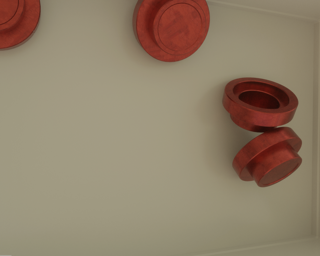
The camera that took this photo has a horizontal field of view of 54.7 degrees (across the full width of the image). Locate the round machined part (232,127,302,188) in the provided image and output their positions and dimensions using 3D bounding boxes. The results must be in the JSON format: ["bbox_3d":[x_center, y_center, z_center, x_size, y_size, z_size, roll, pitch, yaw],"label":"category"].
[{"bbox_3d":[0.155,0.046,0.430,0.099,0.097,0.042,-13,53,-20],"label":"round machined part"}]

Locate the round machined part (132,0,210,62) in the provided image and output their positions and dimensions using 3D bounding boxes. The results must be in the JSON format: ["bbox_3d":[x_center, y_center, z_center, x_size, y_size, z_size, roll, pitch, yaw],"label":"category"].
[{"bbox_3d":[0.018,-0.130,0.388,0.099,0.042,0.097,-9,121,-15],"label":"round machined part"}]

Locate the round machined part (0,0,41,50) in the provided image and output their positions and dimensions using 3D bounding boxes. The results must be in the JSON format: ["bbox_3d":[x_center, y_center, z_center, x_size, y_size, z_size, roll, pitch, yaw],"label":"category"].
[{"bbox_3d":[-0.180,-0.134,0.329,0.099,0.042,0.097,-3,99,-20],"label":"round machined part"}]

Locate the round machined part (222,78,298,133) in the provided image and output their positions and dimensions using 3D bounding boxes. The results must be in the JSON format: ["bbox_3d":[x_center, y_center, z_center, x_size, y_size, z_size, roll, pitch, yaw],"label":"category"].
[{"bbox_3d":[0.136,-0.030,0.434,0.099,0.098,0.042,-11,129,-20],"label":"round machined part"}]
